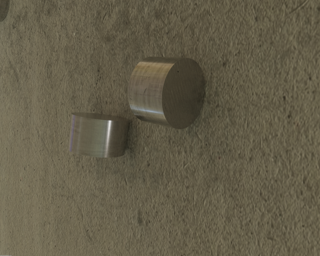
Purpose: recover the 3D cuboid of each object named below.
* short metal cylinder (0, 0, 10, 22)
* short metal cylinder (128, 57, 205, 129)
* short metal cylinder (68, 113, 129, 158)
[{"bbox_3d":[-0.389,-0.291,0.711,0.080,0.050,0.080,0,90,40],"label":"short metal cylinder"},{"bbox_3d":[0.009,-0.042,0.362,0.050,0.081,0.079,13,98,39],"label":"short metal cylinder"},{"bbox_3d":[-0.087,0.008,0.441,0.080,0.081,0.050,13,98,39],"label":"short metal cylinder"}]
